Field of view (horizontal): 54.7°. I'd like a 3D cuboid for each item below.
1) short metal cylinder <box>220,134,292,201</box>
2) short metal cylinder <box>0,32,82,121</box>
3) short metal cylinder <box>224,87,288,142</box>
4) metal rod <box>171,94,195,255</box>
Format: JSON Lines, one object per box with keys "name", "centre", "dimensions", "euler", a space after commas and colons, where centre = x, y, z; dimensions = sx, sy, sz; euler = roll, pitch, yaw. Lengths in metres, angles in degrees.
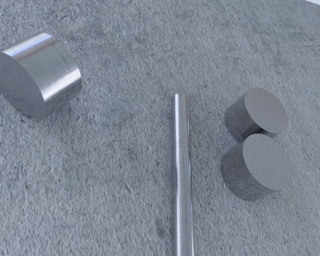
{"name": "short metal cylinder", "centre": [0.131, 0.054, 0.425], "dimensions": [0.081, 0.050, 0.080], "euler": [14, 56, -21]}
{"name": "short metal cylinder", "centre": [-0.131, -0.054, 0.331], "dimensions": [0.080, 0.080, 0.050], "euler": [43, 51, 1]}
{"name": "short metal cylinder", "centre": [0.147, -0.016, 0.476], "dimensions": [0.081, 0.050, 0.080], "euler": [14, 56, -21]}
{"name": "metal rod", "centre": [0.026, 0.086, 0.365], "dimensions": [0.025, 0.025, 0.299], "euler": [14, 56, -20]}
